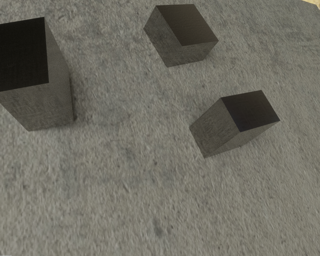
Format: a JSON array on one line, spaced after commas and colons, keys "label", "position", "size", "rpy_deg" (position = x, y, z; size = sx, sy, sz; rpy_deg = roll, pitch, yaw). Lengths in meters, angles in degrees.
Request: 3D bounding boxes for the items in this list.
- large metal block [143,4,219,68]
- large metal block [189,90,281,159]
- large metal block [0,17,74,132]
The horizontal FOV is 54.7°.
[{"label": "large metal block", "position": [0.033, -0.150, 0.499], "size": [0.081, 0.050, 0.080], "rpy_deg": [-19, 72, -36]}, {"label": "large metal block", "position": [0.101, -0.005, 0.428], "size": [0.081, 0.080, 0.050], "rpy_deg": [-13, 69, -34]}, {"label": "large metal block", "position": [-0.130, -0.053, 0.323], "size": [0.050, 0.080, 0.080], "rpy_deg": [-11, 65, -4]}]
